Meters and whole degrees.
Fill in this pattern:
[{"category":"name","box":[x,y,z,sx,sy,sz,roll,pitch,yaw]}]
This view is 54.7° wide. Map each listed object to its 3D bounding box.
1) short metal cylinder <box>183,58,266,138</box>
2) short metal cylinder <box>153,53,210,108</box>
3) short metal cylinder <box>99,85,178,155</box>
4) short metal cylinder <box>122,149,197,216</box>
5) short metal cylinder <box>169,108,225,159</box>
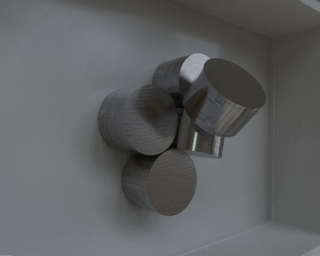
[{"category":"short metal cylinder","box":[0.074,-0.036,0.361,0.081,0.050,0.080,17,44,-17]},{"category":"short metal cylinder","box":[0.038,-0.057,0.422,0.081,0.050,0.079,0,90,-40]},{"category":"short metal cylinder","box":[-0.025,-0.009,0.369,0.081,0.050,0.079,0,90,-40]},{"category":"short metal cylinder","box":[0.000,0.065,0.390,0.081,0.050,0.079,0,90,-40]},{"category":"short metal cylinder","box":[0.045,0.009,0.409,0.081,0.080,0.050,17,79,-39]}]
